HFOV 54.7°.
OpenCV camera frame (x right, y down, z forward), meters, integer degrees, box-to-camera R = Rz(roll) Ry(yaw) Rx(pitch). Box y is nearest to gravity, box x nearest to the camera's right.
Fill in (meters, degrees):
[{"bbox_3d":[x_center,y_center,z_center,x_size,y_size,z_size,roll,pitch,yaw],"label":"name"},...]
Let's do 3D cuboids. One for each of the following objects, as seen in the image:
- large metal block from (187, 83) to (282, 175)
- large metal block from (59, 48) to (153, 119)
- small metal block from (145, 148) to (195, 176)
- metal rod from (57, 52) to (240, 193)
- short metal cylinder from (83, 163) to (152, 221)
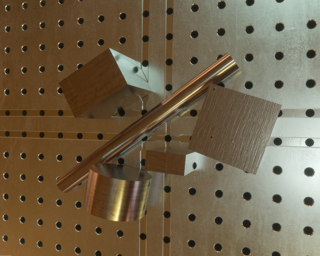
[{"bbox_3d":[0.088,0.000,0.365,0.080,0.050,0.080,20,97,18],"label":"large metal block"},{"bbox_3d":[-0.068,-0.053,0.407,0.080,0.080,0.050,-30,81,17],"label":"large metal block"},{"bbox_3d":[0.014,0.042,0.394,0.050,0.050,0.025,6,92,19],"label":"small metal block"},{"bbox_3d":[-0.027,0.001,0.420,0.300,0.025,0.025,-36,79,16],"label":"metal rod"},{"bbox_3d":[-0.055,0.081,0.401,0.080,0.080,0.050,12,94,19],"label":"short metal cylinder"}]
